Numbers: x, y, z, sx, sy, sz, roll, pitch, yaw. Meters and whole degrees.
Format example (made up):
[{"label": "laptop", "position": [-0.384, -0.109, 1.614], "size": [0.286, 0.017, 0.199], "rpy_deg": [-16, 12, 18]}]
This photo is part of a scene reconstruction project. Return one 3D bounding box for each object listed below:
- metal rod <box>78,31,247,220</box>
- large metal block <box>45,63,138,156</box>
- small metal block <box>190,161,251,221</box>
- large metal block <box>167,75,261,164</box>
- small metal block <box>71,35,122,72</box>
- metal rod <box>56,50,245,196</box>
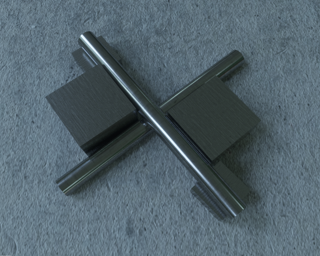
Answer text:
[{"label": "metal rod", "position": [-0.007, -0.014, 0.387], "size": [0.025, 0.025, 0.300], "rpy_deg": [-38, 75, -13]}, {"label": "large metal block", "position": [-0.085, -0.022, 0.402], "size": [0.080, 0.050, 0.080], "rpy_deg": [-35, 74, -12]}, {"label": "small metal block", "position": [0.073, 0.078, 0.382], "size": [0.050, 0.025, 0.050], "rpy_deg": [-41, 75, -14]}, {"label": "large metal block", "position": [0.066, -0.006, 0.399], "size": [0.080, 0.050, 0.080], "rpy_deg": [-37, 74, -13]}, {"label": "small metal block", "position": [-0.089, -0.097, 0.445], "size": [0.050, 0.025, 0.050], "rpy_deg": [-36, 74, -12]}, {"label": "metal rod", "position": [-0.004, -0.014, 0.415], "size": [0.301, 0.025, 0.025], "rpy_deg": [-37, 74, -13]}]
